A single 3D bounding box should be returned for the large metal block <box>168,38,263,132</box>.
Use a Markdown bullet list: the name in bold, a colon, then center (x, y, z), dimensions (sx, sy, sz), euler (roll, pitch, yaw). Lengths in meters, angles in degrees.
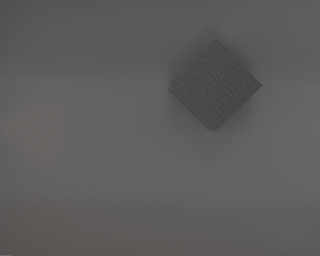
- **large metal block**: center (0.067, -0.052, 0.399), dimensions (0.080, 0.050, 0.080), euler (-44, 90, 0)
